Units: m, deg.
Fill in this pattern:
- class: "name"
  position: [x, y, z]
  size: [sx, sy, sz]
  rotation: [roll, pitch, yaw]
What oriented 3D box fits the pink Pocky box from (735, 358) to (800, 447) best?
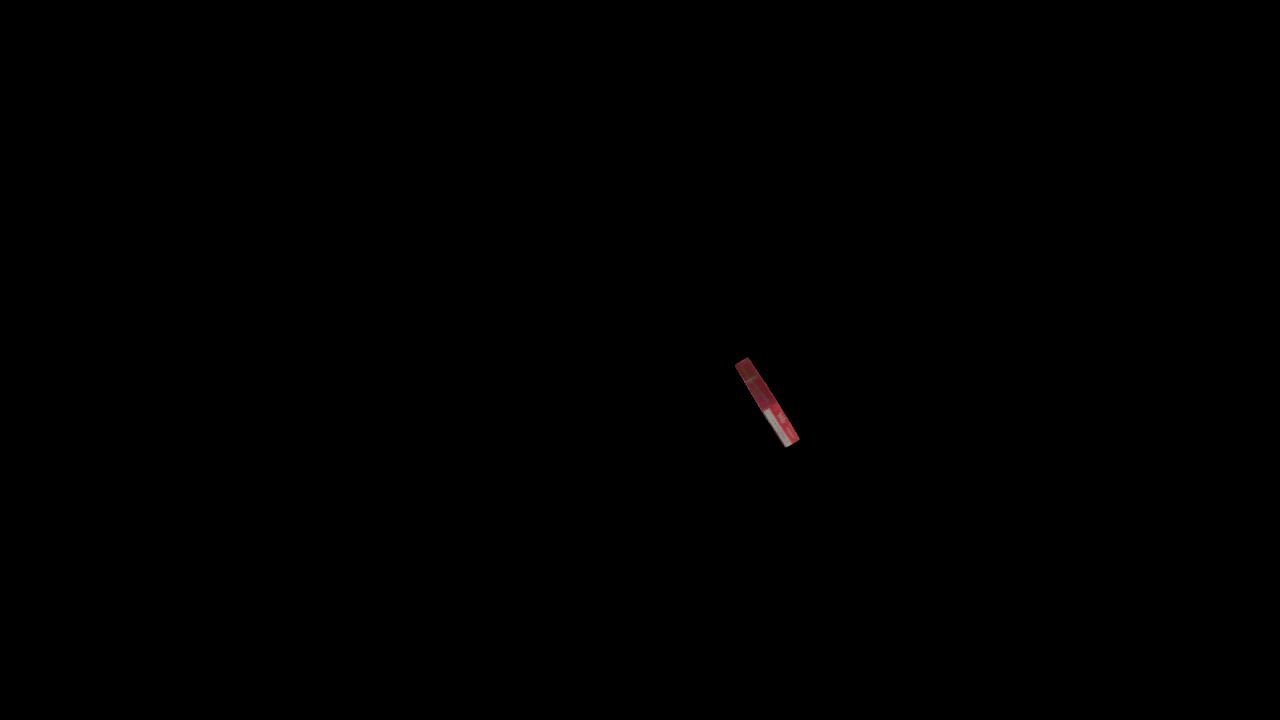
- class: "pink Pocky box"
  position: [0.201, 0.064, 0.985]
  size: [0.029, 0.084, 0.155]
  rotation: [-32, 26, 7]
